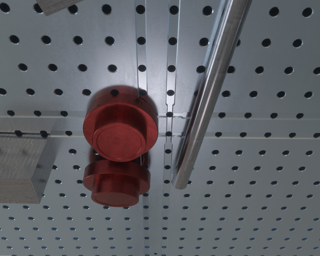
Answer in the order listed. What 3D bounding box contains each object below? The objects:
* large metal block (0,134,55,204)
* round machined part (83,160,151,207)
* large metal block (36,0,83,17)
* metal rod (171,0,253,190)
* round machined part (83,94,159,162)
[{"bbox_3d":[-0.197,0.054,0.419,0.081,0.080,0.050,2,130,-2],"label":"large metal block"},{"bbox_3d":[-0.064,0.086,0.455,0.099,0.042,0.098,1,148,1],"label":"round machined part"},{"bbox_3d":[-0.079,-0.155,0.262,0.080,0.050,0.080,-17,128,14],"label":"large metal block"},{"bbox_3d":[0.055,-0.025,0.390,0.025,0.025,0.298,7,130,-6],"label":"metal rod"},{"bbox_3d":[-0.051,0.007,0.405,0.099,0.042,0.097,0,130,0],"label":"round machined part"}]
